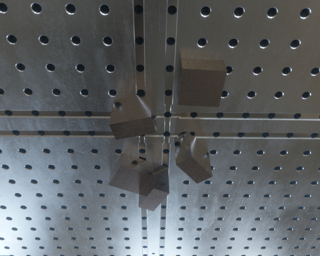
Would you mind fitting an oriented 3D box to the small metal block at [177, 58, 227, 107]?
[{"bbox_3d":[0.048,-0.053,0.367,0.050,0.025,0.050,3,130,-3],"label":"small metal block"}]

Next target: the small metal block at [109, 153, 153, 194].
[{"bbox_3d":[-0.044,0.070,0.471,0.050,0.025,0.050,21,127,-18],"label":"small metal block"}]

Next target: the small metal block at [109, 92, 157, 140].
[{"bbox_3d":[-0.032,-0.015,0.382,0.050,0.050,0.025,-10,130,8],"label":"small metal block"}]

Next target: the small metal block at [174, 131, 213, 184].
[{"bbox_3d":[0.046,0.041,0.431,0.025,0.050,0.050,-31,124,23],"label":"small metal block"}]

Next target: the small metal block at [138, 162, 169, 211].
[{"bbox_3d":[-0.010,0.090,0.472,0.025,0.050,0.050,22,127,-18],"label":"small metal block"}]
